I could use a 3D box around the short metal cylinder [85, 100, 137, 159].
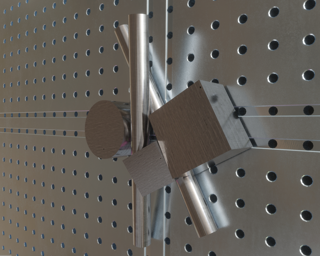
[{"bbox_3d":[-0.061,0.002,0.439,0.080,0.050,0.079,0,90,39],"label":"short metal cylinder"}]

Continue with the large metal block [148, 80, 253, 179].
[{"bbox_3d":[0.044,0.003,0.352,0.080,0.050,0.080,-34,69,35],"label":"large metal block"}]

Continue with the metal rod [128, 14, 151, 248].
[{"bbox_3d":[-0.025,0.011,0.400,0.025,0.025,0.298,8,103,39],"label":"metal rod"}]

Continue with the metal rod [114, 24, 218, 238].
[{"bbox_3d":[0.001,-0.009,0.403,0.025,0.025,0.299,-35,69,34],"label":"metal rod"}]

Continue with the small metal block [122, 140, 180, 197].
[{"bbox_3d":[-0.009,0.047,0.370,0.050,0.025,0.050,-32,85,27],"label":"small metal block"}]
